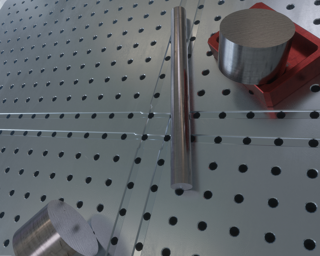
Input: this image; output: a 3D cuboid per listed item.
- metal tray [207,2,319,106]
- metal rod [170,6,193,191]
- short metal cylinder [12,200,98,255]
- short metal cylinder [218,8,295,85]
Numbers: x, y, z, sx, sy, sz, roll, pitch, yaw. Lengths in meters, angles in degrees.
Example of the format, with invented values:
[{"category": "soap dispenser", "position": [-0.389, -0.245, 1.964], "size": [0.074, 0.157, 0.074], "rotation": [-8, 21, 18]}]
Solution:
[{"category": "metal tray", "position": [0.133, -0.098, 0.395], "size": [0.090, 0.030, 0.130], "rotation": [-36, 51, 4]}, {"category": "metal rod", "position": [0.028, -0.061, 0.431], "size": [0.025, 0.025, 0.299], "rotation": [-12, 56, 21]}, {"category": "short metal cylinder", "position": [-0.118, 0.130, 0.355], "size": [0.050, 0.080, 0.080], "rotation": [-42, 51, 0]}, {"category": "short metal cylinder", "position": [0.109, -0.096, 0.360], "size": [0.080, 0.050, 0.080], "rotation": [-3, 49, 4]}]
